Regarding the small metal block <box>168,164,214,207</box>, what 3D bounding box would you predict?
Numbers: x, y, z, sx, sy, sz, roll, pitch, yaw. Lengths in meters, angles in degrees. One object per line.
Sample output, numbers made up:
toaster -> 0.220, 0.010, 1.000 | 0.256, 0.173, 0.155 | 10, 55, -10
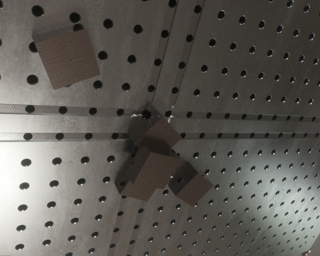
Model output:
small metal block -> 0.051, 0.093, 0.498 | 0.050, 0.025, 0.050 | -46, 130, 4

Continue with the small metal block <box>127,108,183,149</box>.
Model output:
small metal block -> -0.006, 0.010, 0.416 | 0.050, 0.025, 0.050 | -43, 130, 1

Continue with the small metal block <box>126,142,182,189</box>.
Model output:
small metal block -> -0.008, 0.050, 0.407 | 0.050, 0.025, 0.050 | 17, 110, -35

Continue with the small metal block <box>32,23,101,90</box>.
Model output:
small metal block -> -0.094, -0.073, 0.315 | 0.050, 0.025, 0.050 | -22, 127, -15

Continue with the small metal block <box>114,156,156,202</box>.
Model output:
small metal block -> -0.028, 0.073, 0.443 | 0.050, 0.025, 0.050 | 25, 104, -37
